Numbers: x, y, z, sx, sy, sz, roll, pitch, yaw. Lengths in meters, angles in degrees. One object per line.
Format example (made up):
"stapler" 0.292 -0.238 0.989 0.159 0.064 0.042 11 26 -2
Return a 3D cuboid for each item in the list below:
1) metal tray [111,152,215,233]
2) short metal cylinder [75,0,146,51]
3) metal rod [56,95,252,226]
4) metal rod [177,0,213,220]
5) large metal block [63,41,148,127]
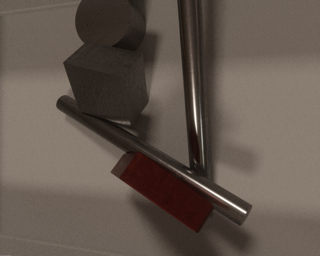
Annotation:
"metal tray" -0.005 0.065 0.342 0.090 0.130 0.030 37 78 -7
"short metal cylinder" -0.066 -0.141 0.419 0.080 0.050 0.079 0 90 19
"metal rod" -0.027 0.027 0.391 0.300 0.025 0.025 29 100 28
"metal rod" 0.040 -0.032 0.349 0.025 0.025 0.298 0 108 19
"large metal block" -0.065 -0.056 0.397 0.080 0.050 0.080 17 140 19
